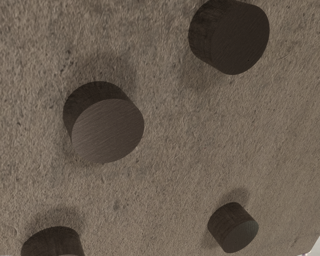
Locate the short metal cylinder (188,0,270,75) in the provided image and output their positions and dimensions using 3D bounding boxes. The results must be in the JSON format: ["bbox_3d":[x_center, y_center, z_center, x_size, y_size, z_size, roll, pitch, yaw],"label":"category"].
[{"bbox_3d":[0.081,-0.110,0.369,0.081,0.050,0.079,-14,125,-21],"label":"short metal cylinder"}]

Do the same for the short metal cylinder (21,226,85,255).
[{"bbox_3d":[-0.145,0.183,0.426,0.081,0.050,0.079,-14,125,-21],"label":"short metal cylinder"}]

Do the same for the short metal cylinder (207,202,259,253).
[{"bbox_3d":[0.138,0.188,0.585,0.081,0.050,0.079,-14,125,-21],"label":"short metal cylinder"}]

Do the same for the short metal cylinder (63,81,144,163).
[{"bbox_3d":[-0.065,-0.007,0.352,0.081,0.050,0.079,-14,125,-21],"label":"short metal cylinder"}]
